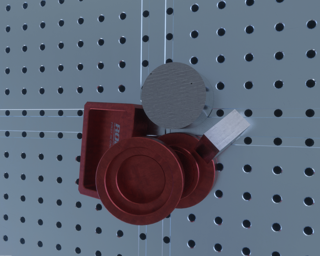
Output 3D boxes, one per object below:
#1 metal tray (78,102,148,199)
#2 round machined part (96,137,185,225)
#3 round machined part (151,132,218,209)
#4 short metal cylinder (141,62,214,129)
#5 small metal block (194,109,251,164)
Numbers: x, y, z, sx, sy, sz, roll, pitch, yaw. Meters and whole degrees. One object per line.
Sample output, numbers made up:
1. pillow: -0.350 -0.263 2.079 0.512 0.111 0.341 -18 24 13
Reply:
1. metal tray: -0.065 0.031 0.420 0.090 0.030 0.129 6 92 34
2. round machined part: -0.020 0.058 0.359 0.098 0.042 0.097 0 92 9
3. round machined part: 0.021 0.054 0.394 0.098 0.042 0.097 0 90 19
4. short metal cylinder: 0.023 -0.038 0.390 0.080 0.050 0.079 0 90 19
5. small metal block: 0.072 0.011 0.363 0.050 0.050 0.025 -37 76 -20
